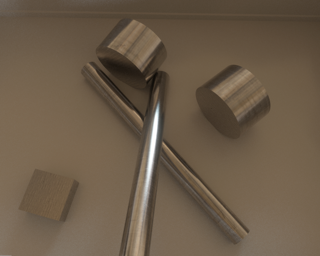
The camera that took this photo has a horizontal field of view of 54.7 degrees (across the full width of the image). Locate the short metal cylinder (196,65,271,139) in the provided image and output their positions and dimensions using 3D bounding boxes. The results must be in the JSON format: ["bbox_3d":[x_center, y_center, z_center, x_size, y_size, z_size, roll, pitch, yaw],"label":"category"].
[{"bbox_3d":[0.091,-0.033,0.394,0.050,0.080,0.080,-37,75,-13],"label":"short metal cylinder"}]

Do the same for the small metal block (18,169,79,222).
[{"bbox_3d":[-0.134,0.082,0.378,0.050,0.025,0.050,14,71,5],"label":"small metal block"}]

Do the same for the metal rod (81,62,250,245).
[{"bbox_3d":[-0.003,0.022,0.401,0.025,0.025,0.300,-39,75,-13],"label":"metal rod"}]

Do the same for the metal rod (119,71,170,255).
[{"bbox_3d":[-0.012,0.033,0.330,0.025,0.025,0.300,6,44,2],"label":"metal rod"}]

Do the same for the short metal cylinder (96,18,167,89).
[{"bbox_3d":[-0.038,-0.098,0.416,0.080,0.080,0.050,31,73,10],"label":"short metal cylinder"}]
